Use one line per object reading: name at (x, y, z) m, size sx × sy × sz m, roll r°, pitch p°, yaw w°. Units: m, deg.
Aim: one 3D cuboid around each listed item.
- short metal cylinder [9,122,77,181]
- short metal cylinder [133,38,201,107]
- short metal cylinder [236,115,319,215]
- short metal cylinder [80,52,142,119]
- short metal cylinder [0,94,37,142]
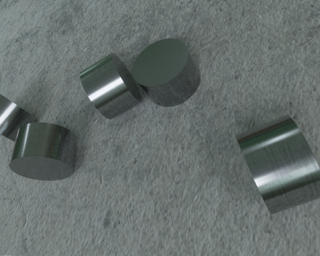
short metal cylinder at (-0.159, 0.035, 0.429) m, size 0.080 × 0.080 × 0.050 m, roll -14°, pitch 56°, yaw 20°
short metal cylinder at (0.010, -0.076, 0.428) m, size 0.080 × 0.050 × 0.080 m, roll -13°, pitch 56°, yaw 20°
short metal cylinder at (0.111, 0.034, 0.289) m, size 0.050 × 0.080 × 0.080 m, roll -24°, pitch 53°, yaw 13°
short metal cylinder at (-0.068, -0.059, 0.438) m, size 0.050 × 0.080 × 0.080 m, roll -29°, pitch 52°, yaw 10°
short metal cylinder at (-0.254, -0.019, 0.510) m, size 0.080 × 0.080 × 0.050 m, roll 25°, pitch 76°, yaw 36°
